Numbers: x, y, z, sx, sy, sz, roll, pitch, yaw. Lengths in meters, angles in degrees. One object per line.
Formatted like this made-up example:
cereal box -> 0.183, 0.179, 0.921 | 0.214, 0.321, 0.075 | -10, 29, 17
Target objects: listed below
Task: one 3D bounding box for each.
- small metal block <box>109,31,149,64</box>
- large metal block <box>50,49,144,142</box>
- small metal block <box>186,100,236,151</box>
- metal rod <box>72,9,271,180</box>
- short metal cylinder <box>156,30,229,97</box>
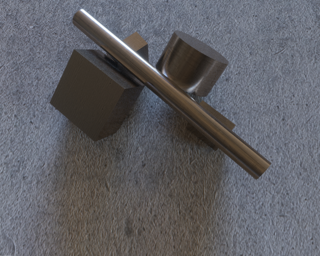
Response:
small metal block -> -0.044, -0.098, 0.432 | 0.050, 0.050, 0.025 | -37, 75, -13
large metal block -> -0.080, -0.043, 0.392 | 0.080, 0.050, 0.080 | 39, 115, 12
small metal block -> 0.063, -0.002, 0.394 | 0.050, 0.050, 0.025 | 39, 75, 12
metal rod -> 0.004, -0.049, 0.374 | 0.300, 0.025, 0.025 | 41, 75, 13
short metal cylinder -> 0.042, -0.084, 0.405 | 0.080, 0.080, 0.050 | 37, 115, 12
